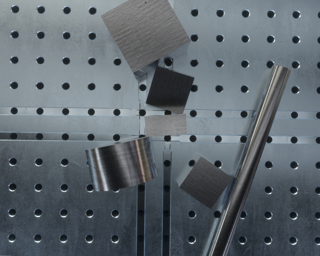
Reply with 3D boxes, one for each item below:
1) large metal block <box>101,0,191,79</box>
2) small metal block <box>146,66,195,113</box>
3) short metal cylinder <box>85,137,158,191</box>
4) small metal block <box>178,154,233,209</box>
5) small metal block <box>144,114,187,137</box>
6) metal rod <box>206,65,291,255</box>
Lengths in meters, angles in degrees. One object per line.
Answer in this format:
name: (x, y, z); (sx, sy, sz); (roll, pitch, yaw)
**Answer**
large metal block: (-0.017, -0.121, 0.401); (0.080, 0.050, 0.080); (-29, 90, -1)
small metal block: (0.013, -0.051, 0.408); (0.050, 0.025, 0.050); (17, 104, -1)
short metal cylinder: (-0.048, 0.043, 0.385); (0.080, 0.080, 0.050); (-12, 91, 0)
small metal block: (0.060, 0.071, 0.414); (0.050, 0.025, 0.050); (35, 90, -1)
small metal block: (0.007, -0.003, 0.401); (0.050, 0.050, 0.025); (-4, 90, -1)
metal rod: (0.114, 0.062, 0.414); (0.025, 0.025, 0.298); (19, 90, -1)
